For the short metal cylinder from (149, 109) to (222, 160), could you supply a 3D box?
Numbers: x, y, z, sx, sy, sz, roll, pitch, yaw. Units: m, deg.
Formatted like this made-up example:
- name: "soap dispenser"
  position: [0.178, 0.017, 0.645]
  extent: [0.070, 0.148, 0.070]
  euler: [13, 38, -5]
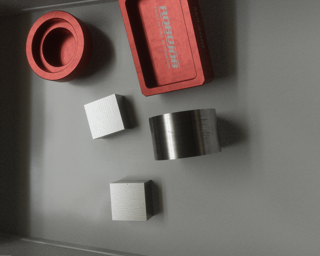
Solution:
- name: "short metal cylinder"
  position: [0.030, 0.008, 0.370]
  extent: [0.080, 0.080, 0.050]
  euler: [-9, 87, 19]

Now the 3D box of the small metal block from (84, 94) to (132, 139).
- name: "small metal block"
  position: [-0.073, -0.015, 0.435]
  extent: [0.050, 0.025, 0.050]
  euler: [-18, 84, 18]

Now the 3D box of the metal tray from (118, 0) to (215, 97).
- name: "metal tray"
  position: [0.007, -0.110, 0.378]
  extent: [0.090, 0.030, 0.129]
  euler: [-8, 101, 32]

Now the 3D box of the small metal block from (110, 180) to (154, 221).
- name: "small metal block"
  position: [-0.038, 0.098, 0.423]
  extent: [0.050, 0.025, 0.050]
  euler: [-5, 89, 19]

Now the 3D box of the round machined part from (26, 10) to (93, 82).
- name: "round machined part"
  position: [-0.140, -0.115, 0.449]
  extent: [0.098, 0.042, 0.097]
  euler: [0, 90, 19]
